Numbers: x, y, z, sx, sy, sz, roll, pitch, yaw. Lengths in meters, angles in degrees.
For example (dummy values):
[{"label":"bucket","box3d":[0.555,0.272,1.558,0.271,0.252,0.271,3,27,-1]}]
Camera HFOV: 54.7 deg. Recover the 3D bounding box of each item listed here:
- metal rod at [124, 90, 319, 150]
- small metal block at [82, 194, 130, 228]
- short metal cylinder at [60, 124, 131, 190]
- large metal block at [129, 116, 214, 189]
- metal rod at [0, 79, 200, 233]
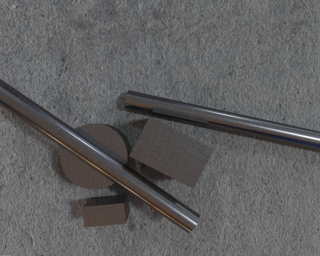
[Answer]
[{"label":"metal rod","box3d":[0.103,-0.006,0.411,0.302,0.025,0.025,12,90,-1]},{"label":"small metal block","box3d":[-0.067,0.105,0.397,0.050,0.050,0.025,-5,90,-1]},{"label":"short metal cylinder","box3d":[-0.079,0.034,0.397,0.081,0.050,0.079,0,90,-1]},{"label":"large metal block","box3d":[0.013,0.027,0.383,0.080,0.080,0.050,27,90,-1]},{"label":"metal rod","box3d":[-0.085,0.026,0.358,0.301,0.025,0.025,34,90,-1]}]
